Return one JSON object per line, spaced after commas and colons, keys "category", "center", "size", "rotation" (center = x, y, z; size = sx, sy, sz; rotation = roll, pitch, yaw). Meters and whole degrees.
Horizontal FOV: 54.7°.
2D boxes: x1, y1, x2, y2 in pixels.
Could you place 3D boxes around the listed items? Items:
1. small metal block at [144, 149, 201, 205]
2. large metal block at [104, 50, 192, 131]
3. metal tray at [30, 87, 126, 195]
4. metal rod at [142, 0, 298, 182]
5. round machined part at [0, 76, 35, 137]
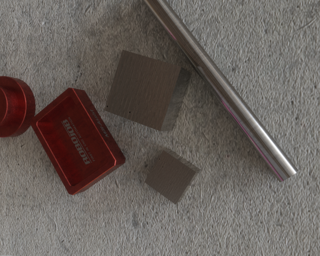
{"category": "small metal block", "center": [0.016, 0.062, 0.403], "size": [0.050, 0.025, 0.050], "rotation": [33, 101, 17]}
{"category": "large metal block", "center": [-0.015, -0.047, 0.401], "size": [0.080, 0.050, 0.080], "rotation": [20, 97, 18]}
{"category": "metal tray", "center": [-0.120, 0.019, 0.448], "size": [0.090, 0.030, 0.130], "rotation": [-36, 79, 16]}
{"category": "metal rod", "center": [0.064, -0.065, 0.386], "size": [0.025, 0.025, 0.299], "rotation": [-38, 78, 16]}
{"category": "round machined part", "center": [-0.251, -0.034, 0.488], "size": [0.098, 0.042, 0.097], "rotation": [0, 90, 20]}
